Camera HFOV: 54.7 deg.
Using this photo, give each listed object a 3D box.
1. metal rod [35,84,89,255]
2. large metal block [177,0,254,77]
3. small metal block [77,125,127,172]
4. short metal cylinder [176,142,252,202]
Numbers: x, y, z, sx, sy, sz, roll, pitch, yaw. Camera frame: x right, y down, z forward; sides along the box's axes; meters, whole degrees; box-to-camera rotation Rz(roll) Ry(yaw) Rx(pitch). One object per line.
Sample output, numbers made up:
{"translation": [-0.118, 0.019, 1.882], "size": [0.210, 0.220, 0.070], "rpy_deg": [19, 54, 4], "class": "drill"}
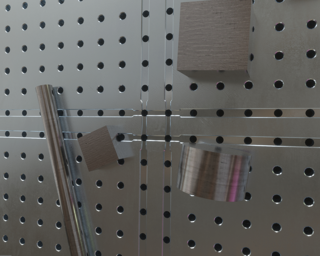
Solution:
{"translation": [-0.142, 0.082, 0.461], "size": [0.025, 0.025, 0.298], "rpy_deg": [-15, 85, 19], "class": "metal rod"}
{"translation": [0.068, -0.106, 0.375], "size": [0.080, 0.050, 0.079], "rpy_deg": [4, 91, 19], "class": "large metal block"}
{"translation": [-0.082, 0.029, 0.440], "size": [0.050, 0.025, 0.050], "rpy_deg": [-24, 82, 18], "class": "small metal block"}
{"translation": [0.062, 0.049, 0.361], "size": [0.080, 0.080, 0.050], "rpy_deg": [10, 93, 19], "class": "short metal cylinder"}
